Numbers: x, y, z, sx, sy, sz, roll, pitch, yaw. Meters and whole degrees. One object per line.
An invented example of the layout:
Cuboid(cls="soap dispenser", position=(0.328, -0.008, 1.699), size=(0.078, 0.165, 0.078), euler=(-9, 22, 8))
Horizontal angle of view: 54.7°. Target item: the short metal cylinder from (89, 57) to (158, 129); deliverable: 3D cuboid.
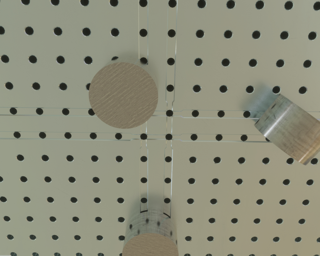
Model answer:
Cuboid(cls="short metal cylinder", position=(-0.042, -0.045, 0.383), size=(0.081, 0.050, 0.079), euler=(0, 110, 0))

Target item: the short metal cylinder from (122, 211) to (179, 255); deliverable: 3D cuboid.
Cuboid(cls="short metal cylinder", position=(-0.014, 0.173, 0.464), size=(0.081, 0.050, 0.079), euler=(0, 110, 0))

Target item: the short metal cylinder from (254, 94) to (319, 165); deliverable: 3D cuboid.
Cuboid(cls="short metal cylinder", position=(0.166, 0.001, 0.386), size=(0.080, 0.080, 0.050), euler=(33, 107, -12))
